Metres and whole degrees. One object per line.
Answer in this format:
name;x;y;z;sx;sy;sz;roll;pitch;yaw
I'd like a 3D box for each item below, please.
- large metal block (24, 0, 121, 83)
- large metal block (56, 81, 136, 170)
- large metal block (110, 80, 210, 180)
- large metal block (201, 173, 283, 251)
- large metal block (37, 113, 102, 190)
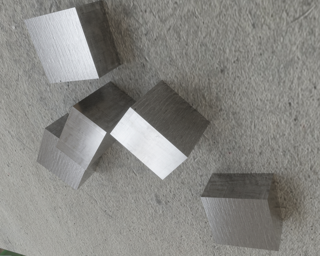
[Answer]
large metal block;-0.105;-0.104;0.382;0.080;0.050;0.080;-1;118;28
large metal block;-0.082;-0.004;0.412;0.050;0.080;0.080;38;129;3
large metal block;0.003;0.000;0.370;0.080;0.080;0.050;42;129;-1
large metal block;0.108;0.106;0.399;0.080;0.050;0.080;-5;116;30
large metal block;-0.139;0.038;0.487;0.080;0.050;0.079;34;129;5
